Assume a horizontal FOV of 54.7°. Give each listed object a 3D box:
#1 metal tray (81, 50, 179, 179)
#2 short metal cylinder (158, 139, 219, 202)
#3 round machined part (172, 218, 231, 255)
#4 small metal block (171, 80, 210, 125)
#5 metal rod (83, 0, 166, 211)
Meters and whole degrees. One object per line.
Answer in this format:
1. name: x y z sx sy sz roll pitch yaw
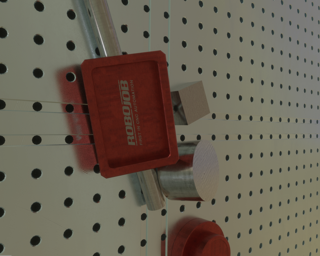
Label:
1. metal tray: -0.033 -0.016 0.350 0.091 0.030 0.129 -11 102 -13
2. short metal cylinder: 0.040 0.057 0.414 0.080 0.050 0.080 16 71 -55
3. round machined part: 0.067 0.188 0.457 0.099 0.042 0.097 0 90 -40
4. small metal block: 0.041 -0.036 0.446 0.050 0.025 0.050 -28 108 -37
5. metal rod: -0.043 -0.038 0.374 0.025 0.025 0.298 -26 106 -37
